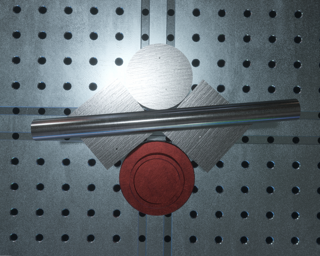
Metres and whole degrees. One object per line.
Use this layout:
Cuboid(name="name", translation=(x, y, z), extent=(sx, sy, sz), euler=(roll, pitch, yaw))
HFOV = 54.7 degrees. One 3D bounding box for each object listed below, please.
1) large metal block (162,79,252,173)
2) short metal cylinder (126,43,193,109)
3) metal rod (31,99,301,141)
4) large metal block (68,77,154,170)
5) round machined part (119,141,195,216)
Cuboid(name="large metal block", translation=(0.055, -0.003, 0.395), extent=(0.080, 0.050, 0.080), euler=(42, 91, 0))
Cuboid(name="short metal cylinder", translation=(-0.001, -0.062, 0.397), extent=(0.081, 0.050, 0.079), euler=(0, 90, 0))
Cuboid(name="metal rod", translation=(0.006, -0.009, 0.358), extent=(0.302, 0.025, 0.025), euler=(-5, 90, 0))
Cuboid(name="large metal block", translation=(-0.058, -0.006, 0.396), extent=(0.080, 0.050, 0.080), euler=(-39, 92, 0))
Cuboid(name="round machined part", translation=(-0.004, 0.065, 0.401), extent=(0.099, 0.042, 0.097), euler=(0, 90, 0))
